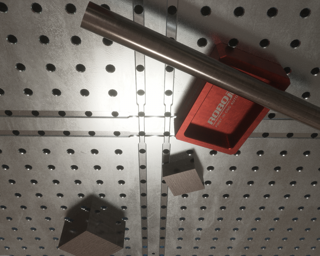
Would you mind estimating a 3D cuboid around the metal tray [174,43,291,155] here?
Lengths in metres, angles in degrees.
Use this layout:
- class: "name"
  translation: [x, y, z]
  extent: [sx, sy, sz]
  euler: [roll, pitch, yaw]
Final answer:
- class: "metal tray"
  translation: [0.083, -0.029, 0.384]
  extent: [0.091, 0.030, 0.129]
  euler: [17, 128, -14]

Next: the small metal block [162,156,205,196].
- class: "small metal block"
  translation: [0.036, 0.075, 0.476]
  extent: [0.050, 0.025, 0.050]
  euler: [-17, 128, 13]

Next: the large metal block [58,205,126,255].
- class: "large metal block"
  translation: [-0.121, 0.193, 0.558]
  extent: [0.080, 0.050, 0.080]
  euler: [-36, 122, 26]

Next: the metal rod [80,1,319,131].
- class: "metal rod"
  translation: [0.067, -0.054, 0.326]
  extent: [0.302, 0.025, 0.025]
  euler: [20, 127, -16]
